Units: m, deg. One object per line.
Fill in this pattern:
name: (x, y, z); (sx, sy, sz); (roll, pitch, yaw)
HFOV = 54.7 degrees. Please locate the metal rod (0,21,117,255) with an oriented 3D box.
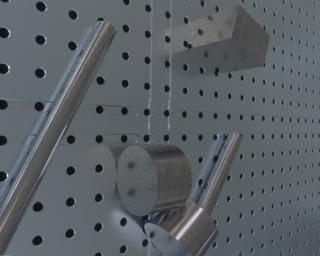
metal rod: (-0.115, 0.017, 0.312); (0.025, 0.025, 0.300); (35, 69, -35)

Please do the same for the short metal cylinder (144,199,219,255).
short metal cylinder: (0.027, 0.133, 0.396); (0.050, 0.080, 0.080); (-43, 116, -32)

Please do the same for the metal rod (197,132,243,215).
metal rod: (0.058, 0.135, 0.457); (0.025, 0.025, 0.300); (44, 64, -31)

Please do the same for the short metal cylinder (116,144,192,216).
short metal cylinder: (-0.008, 0.059, 0.366); (0.050, 0.080, 0.079); (0, 90, -40)

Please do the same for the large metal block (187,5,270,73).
large metal block: (0.102, -0.126, 0.458); (0.080, 0.080, 0.050); (26, 74, -37)
